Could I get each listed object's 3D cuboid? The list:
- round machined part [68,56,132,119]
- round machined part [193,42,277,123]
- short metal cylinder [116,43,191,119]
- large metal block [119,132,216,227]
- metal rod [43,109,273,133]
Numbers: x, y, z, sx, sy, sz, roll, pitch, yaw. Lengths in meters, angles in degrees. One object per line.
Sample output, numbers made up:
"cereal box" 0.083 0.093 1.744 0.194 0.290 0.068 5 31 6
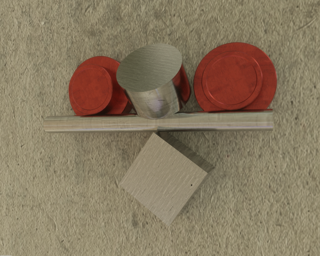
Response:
"round machined part" -0.086 -0.052 0.431 0.098 0.042 0.097 0 90 20
"round machined part" 0.088 -0.054 0.370 0.098 0.042 0.097 0 90 20
"short metal cylinder" -0.006 -0.057 0.379 0.080 0.050 0.080 -10 52 13
"large metal block" 0.010 0.060 0.391 0.080 0.050 0.080 37 102 16
"metal rod" -0.017 -0.007 0.393 0.301 0.025 0.025 -1 90 19
